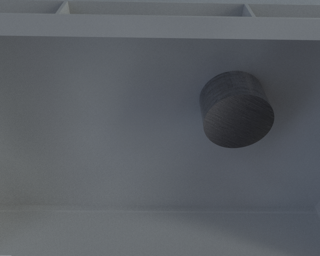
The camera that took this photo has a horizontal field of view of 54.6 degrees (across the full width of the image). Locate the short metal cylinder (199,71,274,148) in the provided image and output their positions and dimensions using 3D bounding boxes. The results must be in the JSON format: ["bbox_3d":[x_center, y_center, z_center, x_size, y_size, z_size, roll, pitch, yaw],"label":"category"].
[{"bbox_3d":[0.090,-0.022,0.375,0.080,0.050,0.080,0,130,0],"label":"short metal cylinder"}]
